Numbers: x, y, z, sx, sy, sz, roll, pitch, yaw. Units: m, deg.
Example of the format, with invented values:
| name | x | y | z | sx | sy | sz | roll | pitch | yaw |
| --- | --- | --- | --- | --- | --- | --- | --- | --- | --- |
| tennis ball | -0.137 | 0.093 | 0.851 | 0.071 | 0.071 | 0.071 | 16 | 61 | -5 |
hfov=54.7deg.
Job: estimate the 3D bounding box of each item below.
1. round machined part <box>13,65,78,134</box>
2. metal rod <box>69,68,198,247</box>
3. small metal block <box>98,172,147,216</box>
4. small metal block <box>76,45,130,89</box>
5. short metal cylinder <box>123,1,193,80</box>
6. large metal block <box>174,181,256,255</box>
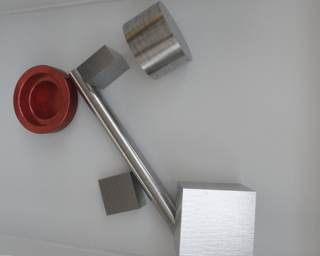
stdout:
| name | x | y | z | sx | sy | sz | roll | pitch | yaw |
| --- | --- | --- | --- | --- | --- | --- | --- | --- | --- |
| round machined part | -0.162 | -0.041 | 0.457 | 0.098 | 0.042 | 0.097 | 0 | 90 | 19 |
| metal rod | -0.034 | 0.042 | 0.415 | 0.025 | 0.025 | 0.299 | -37 | 81 | 16 |
| small metal block | -0.052 | 0.089 | 0.428 | 0.050 | 0.025 | 0.050 | -17 | 85 | 19 |
| small metal block | -0.076 | -0.081 | 0.422 | 0.050 | 0.050 | 0.025 | -36 | 79 | 13 |
| short metal cylinder | -0.001 | -0.106 | 0.381 | 0.050 | 0.080 | 0.080 | -27 | 81 | 18 |
| large metal block | 0.061 | 0.107 | 0.359 | 0.081 | 0.050 | 0.079 | 3 | 89 | -4 |
